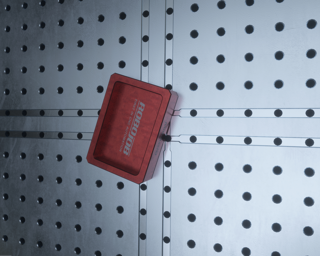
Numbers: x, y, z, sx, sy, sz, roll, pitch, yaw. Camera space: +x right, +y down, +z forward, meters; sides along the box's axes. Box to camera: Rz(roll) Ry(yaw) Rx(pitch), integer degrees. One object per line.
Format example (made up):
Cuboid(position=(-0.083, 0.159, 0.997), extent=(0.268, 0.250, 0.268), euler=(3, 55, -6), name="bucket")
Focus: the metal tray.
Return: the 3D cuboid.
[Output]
Cuboid(position=(-0.039, 0.000, 0.422), extent=(0.090, 0.030, 0.129), euler=(20, 96, 18), name="metal tray")
